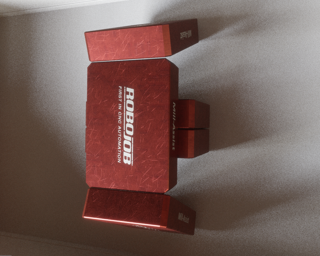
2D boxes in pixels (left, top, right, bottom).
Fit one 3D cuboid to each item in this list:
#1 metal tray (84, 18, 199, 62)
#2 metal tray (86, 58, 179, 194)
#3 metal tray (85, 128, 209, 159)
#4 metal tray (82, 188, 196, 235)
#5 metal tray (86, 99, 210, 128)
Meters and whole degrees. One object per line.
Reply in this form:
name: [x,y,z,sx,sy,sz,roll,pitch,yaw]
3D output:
metal tray: [-0.013,-0.104,0.357,0.090,0.131,0.030,1,111,20]
metal tray: [-0.029,-0.003,0.320,0.090,0.030,0.129,1,90,19]
metal tray: [-0.012,0.015,0.380,0.130,0.090,0.030,1,91,20]
metal tray: [-0.016,0.099,0.357,0.090,0.130,0.030,1,69,19]
metal tray: [-0.012,-0.016,0.379,0.130,0.090,0.030,1,91,20]
